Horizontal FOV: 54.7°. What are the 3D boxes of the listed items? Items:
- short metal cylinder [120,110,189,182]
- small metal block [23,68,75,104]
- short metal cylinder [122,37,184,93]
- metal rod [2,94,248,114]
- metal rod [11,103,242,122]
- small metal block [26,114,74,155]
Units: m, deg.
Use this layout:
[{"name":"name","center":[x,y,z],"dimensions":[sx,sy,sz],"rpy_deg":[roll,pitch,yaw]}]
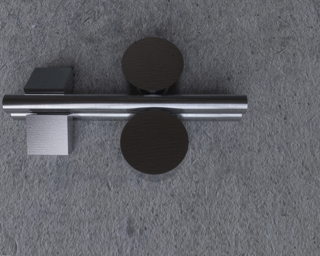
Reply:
[{"name":"short metal cylinder","center":[-0.006,0.024,0.387],"dimensions":[0.081,0.050,0.080],"rpy_deg":[0,70,0]},{"name":"small metal block","center":[-0.148,-0.058,0.419],"dimensions":[0.050,0.025,0.050],"rpy_deg":[0,43,0]},{"name":"short metal cylinder","center":[-0.009,-0.076,0.423],"dimensions":[0.081,0.050,0.080],"rpy_deg":[0,70,0]},{"name":"metal rod","center":[-0.043,-0.031,0.394],"dimensions":[0.302,0.025,0.025],"rpy_deg":[0,70,0]},{"name":"metal rod","center":[-0.044,-0.022,0.417],"dimensions":[0.302,0.025,0.025],"rpy_deg":[0,70,0]},{"name":"small metal block","center":[-0.139,0.007,0.395],"dimensions":[0.050,0.025,0.050],"rpy_deg":[1,97,-1]}]
